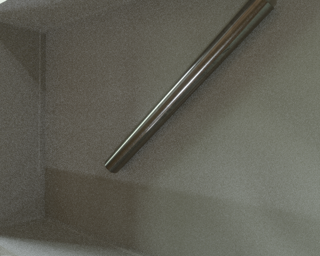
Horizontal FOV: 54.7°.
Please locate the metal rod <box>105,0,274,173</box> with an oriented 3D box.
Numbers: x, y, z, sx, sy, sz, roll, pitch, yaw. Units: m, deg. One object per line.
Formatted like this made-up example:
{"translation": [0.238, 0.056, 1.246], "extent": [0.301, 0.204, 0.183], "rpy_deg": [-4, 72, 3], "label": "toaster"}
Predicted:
{"translation": [0.018, -0.037, 0.389], "extent": [0.299, 0.025, 0.025], "rpy_deg": [-46, 63, 29], "label": "metal rod"}
